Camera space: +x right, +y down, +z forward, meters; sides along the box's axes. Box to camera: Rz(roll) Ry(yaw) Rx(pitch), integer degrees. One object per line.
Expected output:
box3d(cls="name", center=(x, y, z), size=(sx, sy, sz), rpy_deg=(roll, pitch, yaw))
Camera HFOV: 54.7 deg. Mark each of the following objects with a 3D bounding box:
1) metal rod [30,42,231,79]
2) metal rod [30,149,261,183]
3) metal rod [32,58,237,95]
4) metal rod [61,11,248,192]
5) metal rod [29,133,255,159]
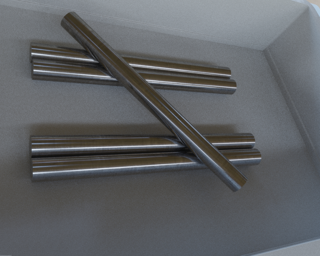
box3d(cls="metal rod", center=(-0.023, -0.090, 0.446), size=(0.303, 0.025, 0.025), rpy_deg=(0, 62, -28))
box3d(cls="metal rod", center=(0.005, 0.042, 0.380), size=(0.303, 0.025, 0.025), rpy_deg=(0, 62, -28))
box3d(cls="metal rod", center=(-0.017, -0.068, 0.436), size=(0.303, 0.025, 0.025), rpy_deg=(0, 62, -28))
box3d(cls="metal rod", center=(-0.009, -0.034, 0.388), size=(0.300, 0.025, 0.025), rpy_deg=(44, 51, 2))
box3d(cls="metal rod", center=(0.000, 0.020, 0.391), size=(0.303, 0.025, 0.025), rpy_deg=(0, 62, -28))
